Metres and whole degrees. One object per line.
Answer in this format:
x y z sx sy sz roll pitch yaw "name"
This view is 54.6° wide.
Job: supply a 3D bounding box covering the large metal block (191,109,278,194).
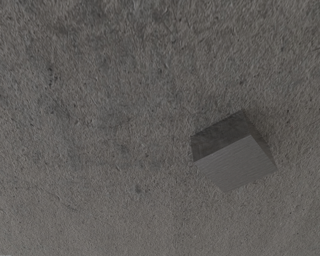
0.099 0.034 0.420 0.080 0.050 0.080 -30 124 23 "large metal block"
